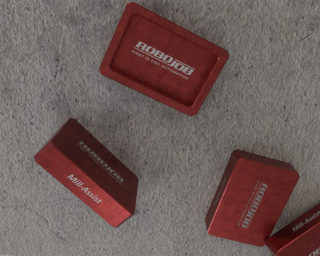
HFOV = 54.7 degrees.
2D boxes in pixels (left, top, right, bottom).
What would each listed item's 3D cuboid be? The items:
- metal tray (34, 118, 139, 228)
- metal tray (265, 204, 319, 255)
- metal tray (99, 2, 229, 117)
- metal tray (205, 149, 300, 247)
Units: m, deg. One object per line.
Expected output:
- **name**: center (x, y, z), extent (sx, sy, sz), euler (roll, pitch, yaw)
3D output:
- **metal tray**: center (-0.085, 0.054, 0.393), extent (0.030, 0.090, 0.130), euler (-41, 105, 14)
- **metal tray**: center (0.230, 0.169, 0.454), extent (0.130, 0.030, 0.090), euler (-32, 108, -5)
- **metal tray**: center (0.004, -0.081, 0.376), extent (0.131, 0.030, 0.089), euler (25, 108, -9)
- **metal tray**: center (0.129, 0.103, 0.446), extent (0.091, 0.030, 0.129), euler (15, 109, -6)
